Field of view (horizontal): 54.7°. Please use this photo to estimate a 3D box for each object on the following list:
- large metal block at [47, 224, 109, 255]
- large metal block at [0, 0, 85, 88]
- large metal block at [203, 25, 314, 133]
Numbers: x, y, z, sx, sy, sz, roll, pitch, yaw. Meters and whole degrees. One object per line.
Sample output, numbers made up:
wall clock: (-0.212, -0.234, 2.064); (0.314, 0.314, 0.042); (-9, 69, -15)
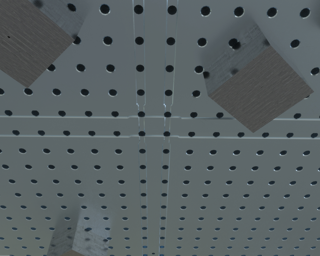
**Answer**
large metal block: (-0.158, 0.239, 0.597); (0.080, 0.050, 0.080); (-34, 123, 25)
large metal block: (-0.137, -0.100, 0.308); (0.080, 0.050, 0.080); (-35, 122, 25)
large metal block: (0.109, -0.053, 0.352); (0.080, 0.050, 0.080); (35, 122, -26)
